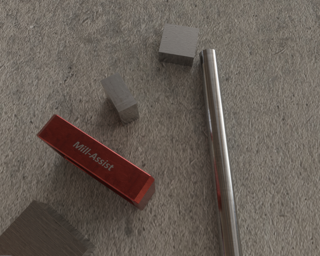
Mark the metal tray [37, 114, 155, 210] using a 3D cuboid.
[{"bbox_3d":[-0.068,0.043,0.357,0.130,0.090,0.030,32,73,10],"label":"metal tray"}]

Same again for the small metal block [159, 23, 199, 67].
[{"bbox_3d":[0.027,-0.121,0.453,0.050,0.025,0.050,10,70,3],"label":"small metal block"}]

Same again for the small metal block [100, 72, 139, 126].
[{"bbox_3d":[-0.052,-0.037,0.408,0.025,0.050,0.050,-28,73,-10],"label":"small metal block"}]

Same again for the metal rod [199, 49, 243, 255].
[{"bbox_3d":[0.076,0.033,0.397,0.025,0.025,0.299,-2,70,-1],"label":"metal rod"}]

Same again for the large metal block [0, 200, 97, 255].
[{"bbox_3d":[-0.131,0.139,0.342,0.080,0.050,0.080,37,74,12],"label":"large metal block"}]
